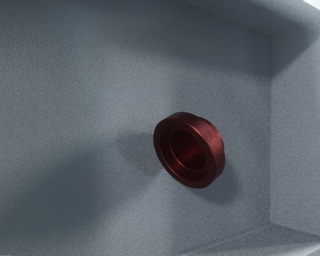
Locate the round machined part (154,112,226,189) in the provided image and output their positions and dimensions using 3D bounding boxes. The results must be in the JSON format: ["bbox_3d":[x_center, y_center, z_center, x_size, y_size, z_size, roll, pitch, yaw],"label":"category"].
[{"bbox_3d":[0.041,0.024,0.393,0.042,0.098,0.098,-32,110,-38],"label":"round machined part"}]
